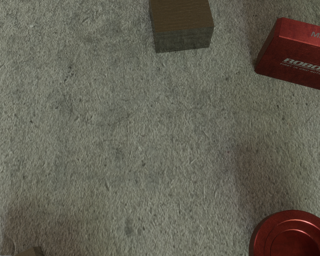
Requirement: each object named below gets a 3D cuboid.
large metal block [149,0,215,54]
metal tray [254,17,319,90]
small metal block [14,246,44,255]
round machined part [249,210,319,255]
[{"bbox_3d":[0.028,-0.162,0.454,0.081,0.050,0.080,-7,70,-3],"label":"large metal block"},{"bbox_3d":[0.203,-0.091,0.409,0.131,0.090,0.030,16,71,5],"label":"metal tray"},{"bbox_3d":[-0.153,0.168,0.345,0.050,0.025,0.050,-25,72,-9],"label":"small metal block"},{"bbox_3d":[0.149,0.144,0.348,0.099,0.042,0.098,0,70,-1],"label":"round machined part"}]
